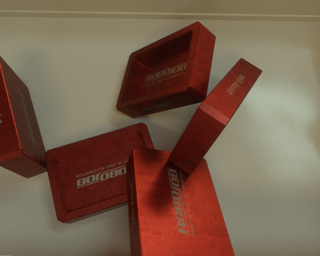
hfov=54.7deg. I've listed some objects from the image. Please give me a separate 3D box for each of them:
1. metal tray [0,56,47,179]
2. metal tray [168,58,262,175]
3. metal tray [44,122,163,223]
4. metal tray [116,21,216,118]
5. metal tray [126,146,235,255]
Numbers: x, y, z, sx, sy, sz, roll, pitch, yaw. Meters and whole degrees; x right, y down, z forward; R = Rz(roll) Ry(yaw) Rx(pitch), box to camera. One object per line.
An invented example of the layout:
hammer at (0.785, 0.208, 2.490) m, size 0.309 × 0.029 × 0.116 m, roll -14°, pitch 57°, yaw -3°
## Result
metal tray at (-0.178, -0.011, 0.376) m, size 0.030 × 0.090 × 0.130 m, roll -20°, pitch 72°, yaw -7°
metal tray at (0.065, -0.016, 0.352) m, size 0.030 × 0.089 × 0.131 m, roll 35°, pitch 43°, yaw 9°
metal tray at (-0.067, 0.055, 0.385) m, size 0.131 × 0.030 × 0.090 m, roll -17°, pitch 71°, yaw -7°
metal tray at (0.003, -0.067, 0.386) m, size 0.030 × 0.130 × 0.090 m, roll 28°, pitch 65°, yaw -37°
metal tray at (0.015, 0.081, 0.318) m, size 0.091 × 0.030 × 0.130 m, roll 11°, pitch 41°, yaw -19°
